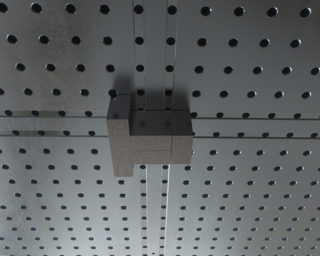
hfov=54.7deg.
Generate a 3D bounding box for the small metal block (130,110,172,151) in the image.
[{"bbox_3d":[-0.011,0.002,0.396,0.050,0.050,0.025,0,130,-1],"label":"small metal block"}]

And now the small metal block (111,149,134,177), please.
[{"bbox_3d":[-0.049,0.031,0.420,0.025,0.050,0.050,0,130,0],"label":"small metal block"}]

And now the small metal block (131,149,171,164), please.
[{"bbox_3d":[-0.011,0.022,0.413,0.050,0.050,0.025,0,130,-1],"label":"small metal block"}]

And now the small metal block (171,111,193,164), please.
[{"bbox_3d":[0.027,0.012,0.405,0.025,0.050,0.050,0,130,0],"label":"small metal block"}]

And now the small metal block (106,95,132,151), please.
[{"bbox_3d":[-0.049,-0.007,0.388,0.025,0.050,0.050,0,130,0],"label":"small metal block"}]
